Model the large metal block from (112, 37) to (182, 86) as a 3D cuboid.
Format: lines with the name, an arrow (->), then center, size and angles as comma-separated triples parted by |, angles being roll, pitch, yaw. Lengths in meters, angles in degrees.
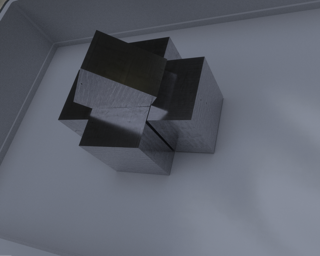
large metal block -> -0.012, -0.072, 0.420 | 0.080, 0.080, 0.050 | 0, 62, 28

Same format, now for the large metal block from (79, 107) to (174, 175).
large metal block -> -0.035, 0.017, 0.377 | 0.080, 0.080, 0.050 | 0, 62, 28

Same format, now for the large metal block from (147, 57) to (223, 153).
large metal block -> 0.034, -0.024, 0.364 | 0.050, 0.080, 0.080 | 0, 62, 28

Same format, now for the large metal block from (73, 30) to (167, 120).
large metal block -> -0.048, -0.053, 0.354 | 0.080, 0.080, 0.050 | 20, 65, -13

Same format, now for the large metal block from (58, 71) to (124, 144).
large metal block -> -0.081, -0.027, 0.429 | 0.050, 0.080, 0.080 | 0, 62, 28
